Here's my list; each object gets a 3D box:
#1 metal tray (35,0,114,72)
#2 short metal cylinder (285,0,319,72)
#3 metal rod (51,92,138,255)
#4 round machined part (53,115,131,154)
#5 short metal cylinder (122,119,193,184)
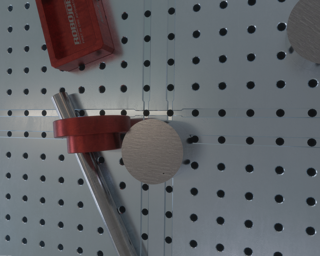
[{"bbox_3d":[-0.128,-0.160,0.455,0.090,0.030,0.129,-17,84,19],"label":"metal tray"},{"bbox_3d":[0.180,-0.104,0.336,0.080,0.050,0.080,0,90,20],"label":"short metal cylinder"},{"bbox_3d":[-0.088,0.085,0.443,0.025,0.025,0.299,-28,81,18],"label":"metal rod"},{"bbox_3d":[-0.087,0.010,0.404,0.098,0.098,0.042,-6,88,20],"label":"round machined part"},{"bbox_3d":[-0.002,0.029,0.400,0.080,0.050,0.080,0,90,20],"label":"short metal cylinder"}]
